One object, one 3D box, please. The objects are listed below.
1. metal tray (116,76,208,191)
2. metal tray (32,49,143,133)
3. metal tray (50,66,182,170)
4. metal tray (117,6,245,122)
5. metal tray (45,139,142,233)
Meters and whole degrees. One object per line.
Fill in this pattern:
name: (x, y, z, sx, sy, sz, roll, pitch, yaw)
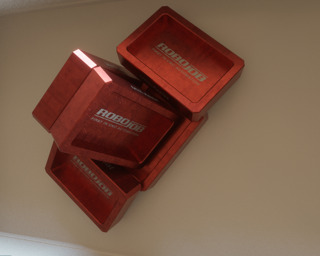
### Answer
metal tray: (-0.011, 0.006, 0.409, 0.090, 0.030, 0.130, 41, 102, 15)
metal tray: (-0.079, -0.037, 0.379, 0.030, 0.130, 0.090, 42, 103, 15)
metal tray: (-0.044, -0.004, 0.355, 0.090, 0.131, 0.030, -52, 51, 12)
metal tray: (0.024, -0.081, 0.379, 0.130, 0.030, 0.090, 41, 77, 15)
metal tray: (-0.095, 0.067, 0.420, 0.130, 0.030, 0.089, 41, 127, 14)
